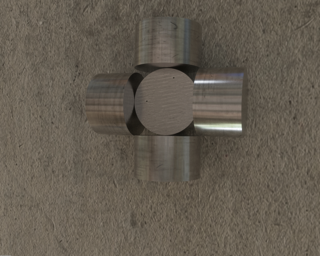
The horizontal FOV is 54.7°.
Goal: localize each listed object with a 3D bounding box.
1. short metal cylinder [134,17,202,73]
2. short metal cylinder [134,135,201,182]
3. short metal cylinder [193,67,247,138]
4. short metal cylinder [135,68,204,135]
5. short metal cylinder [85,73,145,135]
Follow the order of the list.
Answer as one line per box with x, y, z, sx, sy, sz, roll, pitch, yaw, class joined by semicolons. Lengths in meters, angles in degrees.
0.010;-0.097;0.376;0.080;0.080;0.050;2;91;19;short metal cylinder
0.009;0.034;0.377;0.080;0.080;0.050;1;90;19;short metal cylinder
0.072;-0.029;0.355;0.050;0.080;0.079;2;91;20;short metal cylinder
0.015;-0.031;0.391;0.080;0.050;0.079;0;90;19;short metal cylinder
-0.052;-0.031;0.399;0.050;0.080;0.079;2;91;20;short metal cylinder
